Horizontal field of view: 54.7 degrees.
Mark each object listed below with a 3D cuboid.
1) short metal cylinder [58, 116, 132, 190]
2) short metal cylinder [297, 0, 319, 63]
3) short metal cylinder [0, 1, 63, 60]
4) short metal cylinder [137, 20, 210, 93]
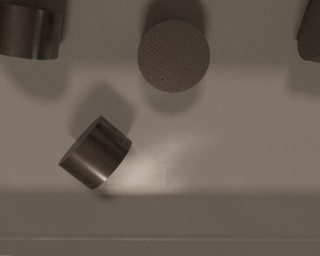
[{"bbox_3d":[-0.081,0.031,0.392,0.050,0.080,0.080,42,105,-14],"label":"short metal cylinder"},{"bbox_3d":[0.198,-0.111,0.344,0.050,0.080,0.079,10,110,-4],"label":"short metal cylinder"},{"bbox_3d":[-0.151,-0.110,0.339,0.081,0.080,0.050,12,110,-5],"label":"short metal cylinder"},{"bbox_3d":[0.015,-0.087,0.366,0.081,0.050,0.079,0,110,-1],"label":"short metal cylinder"}]
